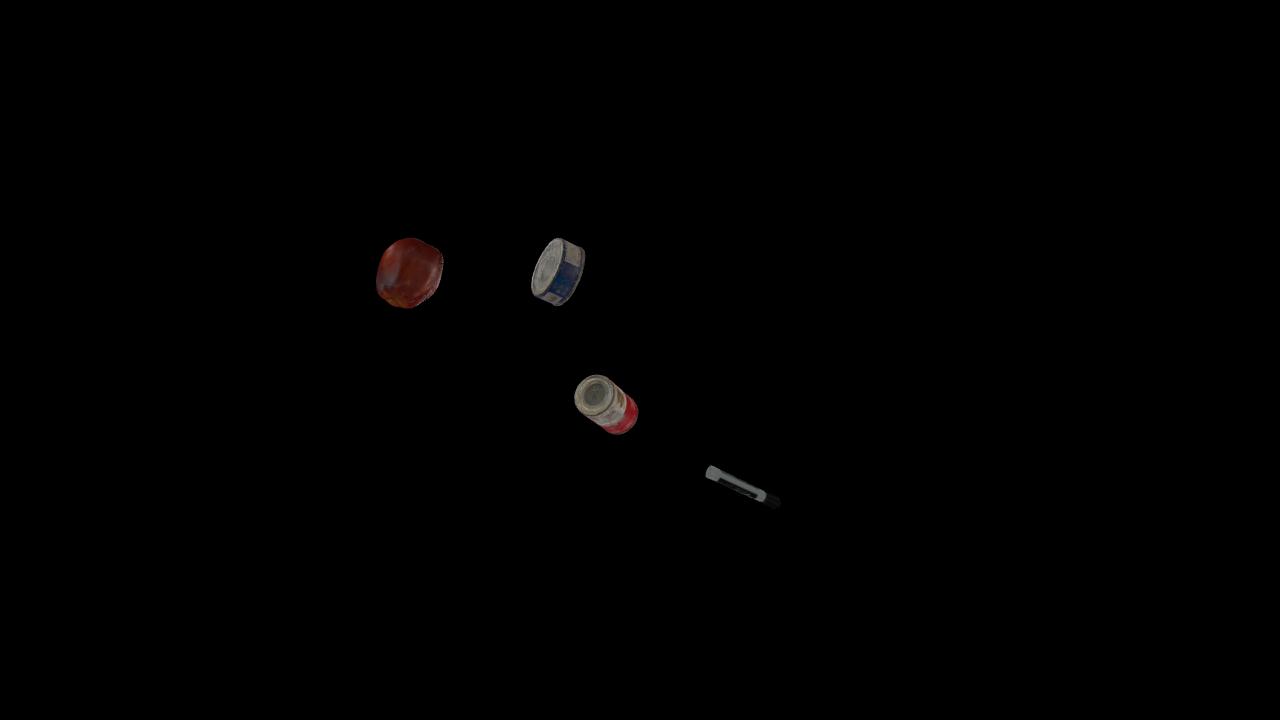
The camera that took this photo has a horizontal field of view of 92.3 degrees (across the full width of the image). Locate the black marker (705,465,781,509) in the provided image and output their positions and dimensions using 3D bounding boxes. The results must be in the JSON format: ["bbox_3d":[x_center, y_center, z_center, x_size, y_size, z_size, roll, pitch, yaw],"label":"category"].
[{"bbox_3d":[0.148,0.182,0.872,0.121,0.020,0.020,27,-7,-13],"label":"black marker"}]

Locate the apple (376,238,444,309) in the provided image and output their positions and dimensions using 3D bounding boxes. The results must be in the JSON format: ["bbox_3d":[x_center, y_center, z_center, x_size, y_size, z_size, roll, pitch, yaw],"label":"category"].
[{"bbox_3d":[-0.294,-0.111,0.785,0.079,0.093,0.079,11,-29,6],"label":"apple"}]

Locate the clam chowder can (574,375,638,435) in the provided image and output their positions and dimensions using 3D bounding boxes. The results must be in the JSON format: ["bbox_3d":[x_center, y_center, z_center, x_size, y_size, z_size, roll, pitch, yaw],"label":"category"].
[{"bbox_3d":[-0.052,0.070,0.957,0.068,0.068,0.102,0,-21,22],"label":"clam chowder can"}]

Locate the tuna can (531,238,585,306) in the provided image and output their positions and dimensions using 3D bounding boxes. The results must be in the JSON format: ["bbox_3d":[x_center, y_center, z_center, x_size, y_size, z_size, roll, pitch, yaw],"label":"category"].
[{"bbox_3d":[-0.107,-0.114,0.797,0.034,0.084,0.084,22,-12,-31],"label":"tuna can"}]
